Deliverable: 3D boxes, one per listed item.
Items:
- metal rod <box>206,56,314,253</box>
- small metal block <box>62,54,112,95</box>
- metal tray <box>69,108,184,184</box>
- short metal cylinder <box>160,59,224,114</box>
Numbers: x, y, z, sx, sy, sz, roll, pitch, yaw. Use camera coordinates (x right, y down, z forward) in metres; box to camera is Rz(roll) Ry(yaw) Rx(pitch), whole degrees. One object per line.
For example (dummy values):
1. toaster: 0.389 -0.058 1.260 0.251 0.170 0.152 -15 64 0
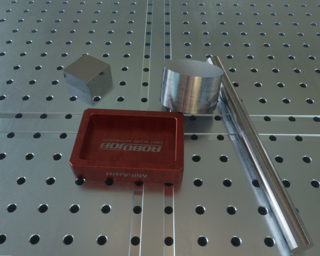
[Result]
1. metal rod: 0.113 0.007 0.402 0.025 0.025 0.300 -8 51 -7
2. small metal block: -0.111 -0.083 0.476 0.050 0.025 0.050 27 55 20
3. metal tray: -0.036 0.020 0.386 0.131 0.030 0.090 3 50 1
4. short metal cylinder: 0.042 -0.059 0.423 0.081 0.050 0.080 6 27 -3
